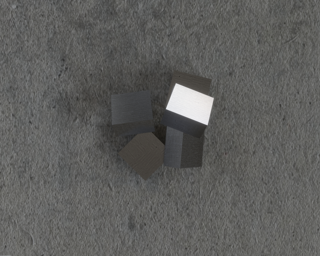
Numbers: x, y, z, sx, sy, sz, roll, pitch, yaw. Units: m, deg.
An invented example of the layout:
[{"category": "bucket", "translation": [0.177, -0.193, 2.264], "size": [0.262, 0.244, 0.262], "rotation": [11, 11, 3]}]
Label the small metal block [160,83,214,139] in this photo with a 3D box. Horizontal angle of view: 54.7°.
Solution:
[{"category": "small metal block", "translation": [0.033, -0.021, 0.373], "size": [0.050, 0.025, 0.050], "rotation": [21, 47, -1]}]

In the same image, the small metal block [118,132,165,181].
[{"category": "small metal block", "translation": [-0.019, 0.033, 0.411], "size": [0.050, 0.025, 0.050], "rotation": [-45, 90, 0]}]

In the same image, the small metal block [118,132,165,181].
[{"category": "small metal block", "translation": [-0.019, 0.033, 0.411], "size": [0.050, 0.025, 0.050], "rotation": [-45, 91, 0]}]

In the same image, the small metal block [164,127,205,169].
[{"category": "small metal block", "translation": [0.032, 0.024, 0.397], "size": [0.025, 0.050, 0.050], "rotation": [4, 90, 38]}]

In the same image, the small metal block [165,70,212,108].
[{"category": "small metal block", "translation": [0.037, -0.045, 0.412], "size": [0.050, 0.025, 0.050], "rotation": [14, 90, -1]}]

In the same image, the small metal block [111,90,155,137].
[{"category": "small metal block", "translation": [-0.035, -0.019, 0.398], "size": [0.050, 0.025, 0.050], "rotation": [-8, 52, -1]}]
